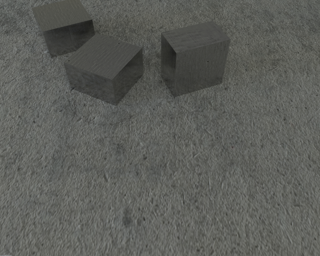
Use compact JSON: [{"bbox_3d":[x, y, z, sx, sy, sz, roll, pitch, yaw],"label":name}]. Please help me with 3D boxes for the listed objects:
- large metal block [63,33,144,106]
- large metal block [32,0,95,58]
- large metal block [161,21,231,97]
[{"bbox_3d":[-0.080,-0.089,0.461,0.080,0.050,0.080,22,53,17],"label":"large metal block"},{"bbox_3d":[-0.163,-0.174,0.532,0.081,0.050,0.080,-21,53,-17],"label":"large metal block"},{"bbox_3d":[0.049,-0.100,0.452,0.081,0.080,0.050,-18,52,-14],"label":"large metal block"}]
